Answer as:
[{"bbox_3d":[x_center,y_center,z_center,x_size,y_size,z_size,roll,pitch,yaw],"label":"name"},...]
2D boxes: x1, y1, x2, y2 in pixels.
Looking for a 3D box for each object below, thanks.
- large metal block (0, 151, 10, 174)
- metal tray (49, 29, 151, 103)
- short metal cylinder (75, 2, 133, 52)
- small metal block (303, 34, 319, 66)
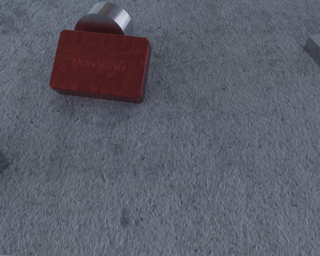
[{"bbox_3d":[-0.237,0.044,0.347,0.080,0.050,0.080,19,52,15],"label":"large metal block"},{"bbox_3d":[-0.084,-0.089,0.447,0.131,0.030,0.090,7,80,5],"label":"metal tray"},{"bbox_3d":[-0.087,-0.150,0.488,0.080,0.079,0.050,7,41,5],"label":"short metal cylinder"},{"bbox_3d":[0.281,-0.133,0.519,0.050,0.025,0.050,-11,51,-10],"label":"small metal block"}]
